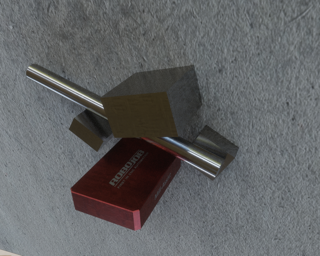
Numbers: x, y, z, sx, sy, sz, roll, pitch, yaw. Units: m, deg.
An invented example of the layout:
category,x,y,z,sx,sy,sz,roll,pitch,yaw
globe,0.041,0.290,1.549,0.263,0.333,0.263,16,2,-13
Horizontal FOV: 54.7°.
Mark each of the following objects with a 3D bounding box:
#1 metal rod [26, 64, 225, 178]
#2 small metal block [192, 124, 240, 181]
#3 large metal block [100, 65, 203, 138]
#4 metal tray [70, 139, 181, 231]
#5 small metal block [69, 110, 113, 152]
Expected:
category,x,y,z,sx,sy,sz,roll,pitch,yaw
metal rod,-0.058,-0.017,0.409,0.301,0.025,0.025,27,128,17
small metal block,0.063,0.031,0.394,0.050,0.025,0.050,36,129,4
large metal block,-0.006,-0.031,0.354,0.080,0.080,0.050,-2,118,29
metal tray,-0.037,0.062,0.397,0.090,0.131,0.030,12,123,21
small metal block,-0.089,-0.002,0.435,0.050,0.050,0.025,38,129,2
